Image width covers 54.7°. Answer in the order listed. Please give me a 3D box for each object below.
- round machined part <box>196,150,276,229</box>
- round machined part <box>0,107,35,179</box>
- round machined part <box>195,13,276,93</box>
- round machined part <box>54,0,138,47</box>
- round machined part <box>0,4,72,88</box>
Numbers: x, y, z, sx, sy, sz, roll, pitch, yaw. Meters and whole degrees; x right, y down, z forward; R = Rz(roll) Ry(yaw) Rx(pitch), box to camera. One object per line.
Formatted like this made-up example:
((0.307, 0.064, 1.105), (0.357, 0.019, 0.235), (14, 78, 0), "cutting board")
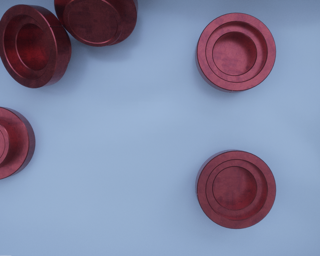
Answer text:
((0.095, 0.076, 0.403), (0.099, 0.042, 0.097), (0, 90, 0), "round machined part")
((-0.219, 0.020, 0.401), (0.099, 0.042, 0.097), (0, 90, 0), "round machined part")
((0.095, -0.094, 0.403), (0.099, 0.042, 0.097), (0, 90, 0), "round machined part")
((-0.077, -0.138, 0.372), (0.099, 0.097, 0.042), (2, 53, 0), "round machined part")
((-0.151, -0.101, 0.387), (0.098, 0.042, 0.097), (8, 110, 25), "round machined part")
